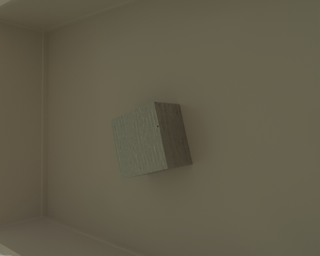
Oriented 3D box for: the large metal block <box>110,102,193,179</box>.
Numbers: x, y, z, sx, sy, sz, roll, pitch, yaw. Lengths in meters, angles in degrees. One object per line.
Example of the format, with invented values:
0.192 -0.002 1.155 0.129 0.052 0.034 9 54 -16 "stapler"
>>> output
-0.013 0.018 0.402 0.080 0.050 0.080 -19 78 38 "large metal block"
